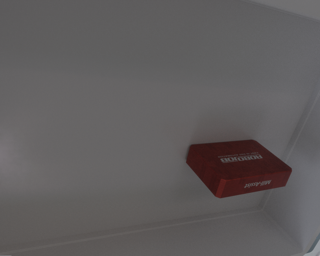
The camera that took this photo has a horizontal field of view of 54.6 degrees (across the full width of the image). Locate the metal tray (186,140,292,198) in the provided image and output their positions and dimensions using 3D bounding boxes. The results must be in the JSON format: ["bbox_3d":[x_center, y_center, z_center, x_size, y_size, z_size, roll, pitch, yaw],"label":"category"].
[{"bbox_3d":[0.117,0.056,0.464,0.131,0.090,0.030,-3,120,-27],"label":"metal tray"}]
